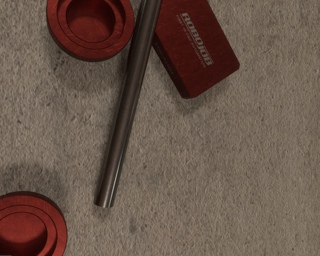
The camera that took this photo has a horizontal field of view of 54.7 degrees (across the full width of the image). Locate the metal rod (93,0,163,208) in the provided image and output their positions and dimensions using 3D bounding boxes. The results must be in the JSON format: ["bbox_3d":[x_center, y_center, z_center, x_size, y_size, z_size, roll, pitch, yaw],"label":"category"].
[{"bbox_3d":[-0.035,-0.050,0.376,0.025,0.025,0.298,13,93,-20],"label":"metal rod"}]

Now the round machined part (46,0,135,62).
[{"bbox_3d":[-0.084,-0.127,0.369,0.099,0.042,0.097,0,90,-21],"label":"round machined part"}]

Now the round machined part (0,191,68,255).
[{"bbox_3d":[-0.155,0.118,0.343,0.099,0.042,0.097,0,90,-21],"label":"round machined part"}]

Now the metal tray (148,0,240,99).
[{"bbox_3d":[0.042,-0.116,0.423,0.090,0.030,0.130,-34,101,-17],"label":"metal tray"}]
